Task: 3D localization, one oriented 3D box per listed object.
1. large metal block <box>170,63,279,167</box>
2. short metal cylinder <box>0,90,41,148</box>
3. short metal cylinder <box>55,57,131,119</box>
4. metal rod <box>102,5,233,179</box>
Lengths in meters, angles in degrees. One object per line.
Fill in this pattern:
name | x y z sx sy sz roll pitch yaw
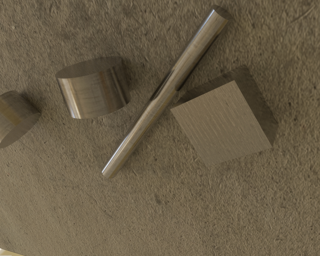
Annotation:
large metal block | 0.072 -0.012 0.345 0.080 0.050 0.080 -23 106 36
short metal cylinder | -0.238 -0.014 0.488 0.050 0.080 0.080 45 129 -3
short metal cylinder | -0.081 -0.052 0.382 0.080 0.080 0.050 2 119 27
metal rod | -0.009 -0.022 0.398 0.025 0.025 0.298 39 129 1
